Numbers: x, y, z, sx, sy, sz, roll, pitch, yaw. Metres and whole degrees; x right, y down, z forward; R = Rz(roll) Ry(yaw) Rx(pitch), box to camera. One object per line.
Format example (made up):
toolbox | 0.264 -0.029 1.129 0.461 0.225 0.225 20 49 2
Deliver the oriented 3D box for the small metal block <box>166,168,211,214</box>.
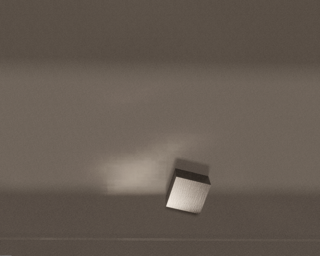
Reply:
small metal block | 0.040 0.091 0.445 0.050 0.025 0.050 15 109 -6
